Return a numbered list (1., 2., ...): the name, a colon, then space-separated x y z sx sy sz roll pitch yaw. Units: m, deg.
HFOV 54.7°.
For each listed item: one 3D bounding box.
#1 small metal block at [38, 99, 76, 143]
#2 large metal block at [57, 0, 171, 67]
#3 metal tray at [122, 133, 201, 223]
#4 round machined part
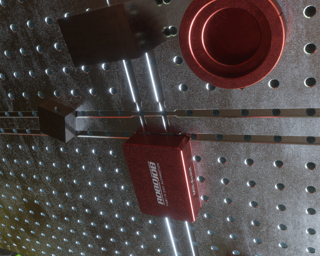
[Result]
1. small metal block: -0.161 -0.011 0.487 0.050 0.025 0.050 21 126 15
2. large metal block: -0.045 -0.106 0.332 0.080 0.080 0.050 -1 118 28
3. metal tray: 0.004 0.073 0.449 0.090 0.030 0.129 2 120 26
4. round machined part: 0.072 -0.092 0.305 0.098 0.042 0.097 13 124 20
